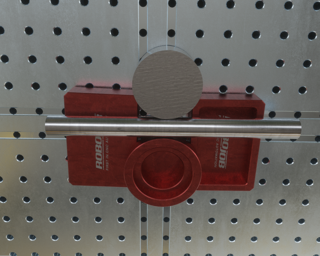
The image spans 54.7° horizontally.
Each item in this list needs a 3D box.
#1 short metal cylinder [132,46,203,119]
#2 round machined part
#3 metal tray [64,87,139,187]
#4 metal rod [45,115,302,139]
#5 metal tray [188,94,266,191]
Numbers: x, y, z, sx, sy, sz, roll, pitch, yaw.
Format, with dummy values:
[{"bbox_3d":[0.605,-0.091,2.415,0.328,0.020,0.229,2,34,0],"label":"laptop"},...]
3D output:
[{"bbox_3d":[0.009,-0.056,0.375,0.081,0.050,0.079,0,110,0],"label":"short metal cylinder"},{"bbox_3d":[0.004,0.051,0.409,0.099,0.042,0.097,0,110,0],"label":"round machined part"},{"bbox_3d":[-0.074,0.014,0.410,0.091,0.030,0.129,2,110,-1],"label":"metal tray"},{"bbox_3d":[0.017,-0.001,0.377,0.302,0.025,0.025,1,110,-1],"label":"metal rod"},{"bbox_3d":[0.084,0.021,0.415,0.091,0.030,0.129,1,110,-1],"label":"metal tray"}]
